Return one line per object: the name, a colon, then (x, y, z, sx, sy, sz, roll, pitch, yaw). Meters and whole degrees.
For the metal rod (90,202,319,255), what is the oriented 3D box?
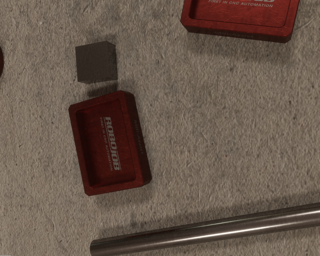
metal rod: (0.045, 0.133, 0.392, 0.301, 0.025, 0.025, -16, 85, 18)

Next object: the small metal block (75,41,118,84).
small metal block: (-0.090, -0.092, 0.439, 0.050, 0.025, 0.050, -5, 88, 19)

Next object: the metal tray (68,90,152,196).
metal tray: (-0.070, 0.022, 0.429, 0.090, 0.030, 0.129, -14, 86, 19)

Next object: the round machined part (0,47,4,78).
round machined part: (-0.311, -0.109, 0.507, 0.098, 0.042, 0.097, 0, 90, 19)

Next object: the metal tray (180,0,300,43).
metal tray: (0.098, -0.157, 0.371, 0.130, 0.030, 0.089, 13, 94, 19)
